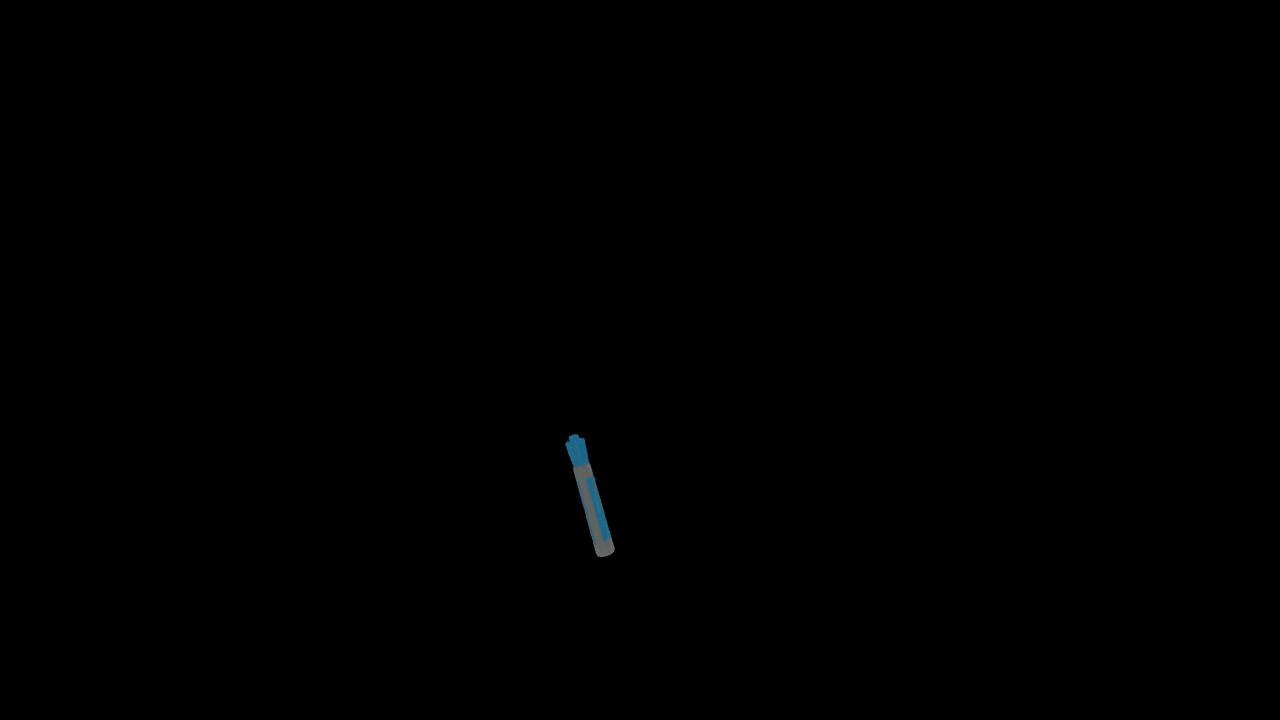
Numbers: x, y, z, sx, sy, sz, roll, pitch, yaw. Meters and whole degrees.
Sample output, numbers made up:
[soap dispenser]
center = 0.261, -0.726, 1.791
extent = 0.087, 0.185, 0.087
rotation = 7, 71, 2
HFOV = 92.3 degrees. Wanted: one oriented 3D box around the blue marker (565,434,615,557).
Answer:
[blue marker]
center = -0.048, 0.128, 0.585
extent = 0.020, 0.121, 0.020
rotation = -14, 9, 2
